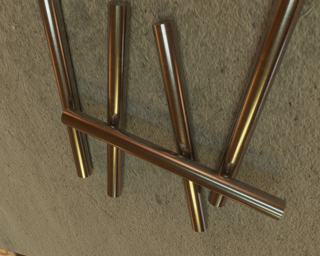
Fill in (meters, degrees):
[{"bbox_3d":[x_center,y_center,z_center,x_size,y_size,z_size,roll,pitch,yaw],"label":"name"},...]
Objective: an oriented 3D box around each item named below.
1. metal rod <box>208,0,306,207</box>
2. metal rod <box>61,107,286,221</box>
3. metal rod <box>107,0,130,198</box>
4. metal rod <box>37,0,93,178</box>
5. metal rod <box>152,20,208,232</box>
[{"bbox_3d":[0.099,-0.021,0.341,0.025,0.025,0.298,21,127,15],"label":"metal rod"},{"bbox_3d":[0.006,0.039,0.393,0.301,0.025,0.025,23,127,14],"label":"metal rod"},{"bbox_3d":[-0.060,-0.016,0.428,0.025,0.025,0.298,19,126,17],"label":"metal rod"},{"bbox_3d":[-0.132,-0.052,0.444,0.025,0.025,0.298,11,123,22],"label":"metal rod"},{"bbox_3d":[0.032,0.017,0.400,0.025,0.025,0.298,2,120,27],"label":"metal rod"}]
